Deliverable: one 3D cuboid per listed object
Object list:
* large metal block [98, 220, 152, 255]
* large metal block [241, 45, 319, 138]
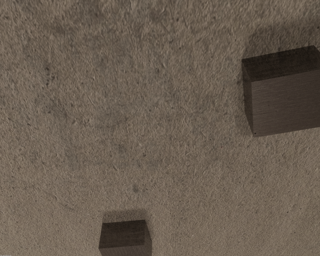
[{"bbox_3d":[-0.061,0.218,0.576,0.080,0.050,0.080,-6,130,5],"label":"large metal block"},{"bbox_3d":[0.142,-0.041,0.358,0.080,0.050,0.080,-10,130,8],"label":"large metal block"}]
